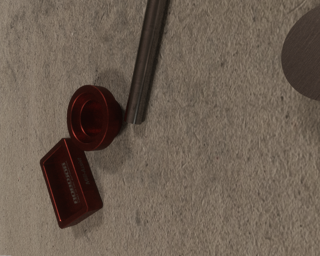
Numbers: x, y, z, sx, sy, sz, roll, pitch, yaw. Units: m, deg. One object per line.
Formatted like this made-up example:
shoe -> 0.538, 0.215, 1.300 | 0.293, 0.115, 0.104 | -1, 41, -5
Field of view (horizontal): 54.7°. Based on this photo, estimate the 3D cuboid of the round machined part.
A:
round machined part -> -0.095, -0.015, 0.470 | 0.098, 0.042, 0.097 | 0, 90, 39

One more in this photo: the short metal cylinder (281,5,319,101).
short metal cylinder -> 0.152, -0.060, 0.263 | 0.080, 0.050, 0.079 | 0, 90, 39

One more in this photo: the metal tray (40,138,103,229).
metal tray -> -0.154, 0.092, 0.525 | 0.090, 0.030, 0.130 | -38, 67, 33

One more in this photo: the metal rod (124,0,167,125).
metal rod -> -0.007, -0.151, 0.408 | 0.025, 0.025, 0.298 | 20, 103, 38
